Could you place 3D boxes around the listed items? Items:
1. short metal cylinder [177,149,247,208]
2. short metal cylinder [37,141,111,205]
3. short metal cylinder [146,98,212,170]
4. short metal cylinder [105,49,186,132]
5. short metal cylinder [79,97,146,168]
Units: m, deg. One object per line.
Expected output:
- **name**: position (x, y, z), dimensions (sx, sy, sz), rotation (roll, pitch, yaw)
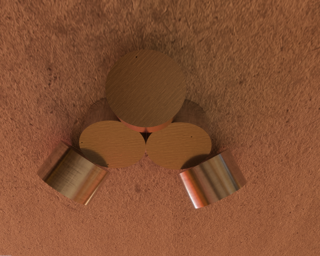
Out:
- **short metal cylinder**: position (0.070, 0.068, 0.423), dimensions (0.080, 0.080, 0.050), rotation (-30, 83, 23)
- **short metal cylinder**: position (-0.113, 0.059, 0.413), dimensions (0.080, 0.080, 0.050), rotation (39, 80, -28)
- **short metal cylinder**: position (0.023, 0.008, 0.399), dimensions (0.081, 0.050, 0.079), rotation (0, 130, 0)
- **short metal cylinder**: position (-0.015, -0.037, 0.333), dimensions (0.081, 0.080, 0.050), rotation (1, 173, -1)
- **short metal cylinder**: position (-0.058, 0.006, 0.396), dimensions (0.081, 0.050, 0.079), rotation (0, 130, 0)
